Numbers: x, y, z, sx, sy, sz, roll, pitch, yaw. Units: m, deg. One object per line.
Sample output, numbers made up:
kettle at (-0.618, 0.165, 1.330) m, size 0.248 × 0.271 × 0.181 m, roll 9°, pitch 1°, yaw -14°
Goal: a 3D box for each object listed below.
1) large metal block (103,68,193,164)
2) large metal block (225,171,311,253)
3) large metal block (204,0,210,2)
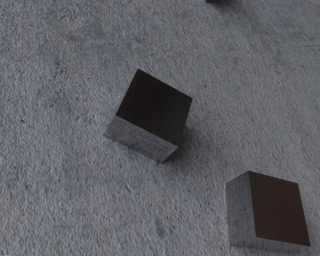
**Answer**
large metal block at (-0.013, -0.015, 0.389) m, size 0.080 × 0.050 × 0.080 m, roll 27°, pitch 52°, yaw -11°
large metal block at (0.133, 0.108, 0.393) m, size 0.081 × 0.050 × 0.080 m, roll 16°, pitch 55°, yaw -19°
large metal block at (0.100, -0.313, 0.632) m, size 0.080 × 0.050 × 0.080 m, roll 48°, pitch 51°, yaw 5°
